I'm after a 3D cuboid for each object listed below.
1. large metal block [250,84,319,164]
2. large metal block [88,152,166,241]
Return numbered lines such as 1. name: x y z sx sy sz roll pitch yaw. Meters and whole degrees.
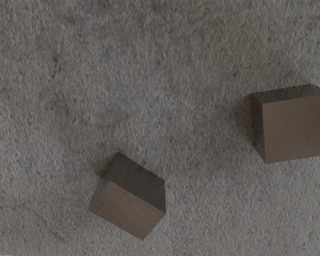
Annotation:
1. large metal block: 0.166 -0.006 0.397 0.080 0.050 0.079 -9 110 3
2. large metal block: -0.040 0.088 0.412 0.080 0.080 0.050 34 106 -12
